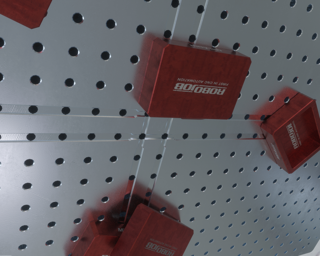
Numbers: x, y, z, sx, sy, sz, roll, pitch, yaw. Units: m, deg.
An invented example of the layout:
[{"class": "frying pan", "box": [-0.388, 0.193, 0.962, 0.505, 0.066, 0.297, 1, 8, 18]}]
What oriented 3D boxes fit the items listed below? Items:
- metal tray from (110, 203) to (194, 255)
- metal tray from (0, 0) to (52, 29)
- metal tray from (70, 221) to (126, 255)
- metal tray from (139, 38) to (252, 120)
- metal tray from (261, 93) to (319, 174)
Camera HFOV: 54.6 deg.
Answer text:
[{"class": "metal tray", "box": [-0.007, 0.182, 0.489, 0.130, 0.030, 0.090, 40, 75, -44]}, {"class": "metal tray", "box": [-0.116, -0.159, 0.246, 0.090, 0.030, 0.129, 22, 106, -36]}, {"class": "metal tray", "box": [-0.068, 0.197, 0.492, 0.131, 0.030, 0.090, 20, 108, -36]}, {"class": "metal tray", "box": [0.046, -0.058, 0.396, 0.131, 0.030, 0.089, 1, 118, -29]}, {"class": "metal tray", "box": [0.237, 0.013, 0.543, 0.090, 0.030, 0.130, -39, 129, -2]}]
